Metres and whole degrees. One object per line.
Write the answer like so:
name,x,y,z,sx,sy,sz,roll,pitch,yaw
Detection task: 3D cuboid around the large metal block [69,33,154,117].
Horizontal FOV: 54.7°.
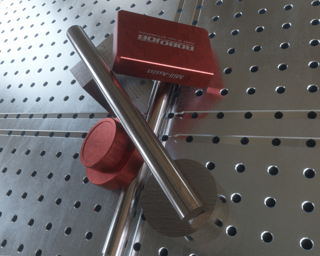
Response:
large metal block,-0.069,-0.075,0.454,0.080,0.080,0.050,-41,51,0

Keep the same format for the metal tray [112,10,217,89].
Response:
metal tray,0.005,-0.105,0.415,0.131,0.030,0.090,7,55,-16

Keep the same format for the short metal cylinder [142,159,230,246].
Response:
short metal cylinder,0.028,0.079,0.329,0.080,0.050,0.080,-13,56,20

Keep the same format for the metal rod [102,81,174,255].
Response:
metal rod,-0.014,0.012,0.407,0.025,0.025,0.300,3,63,29

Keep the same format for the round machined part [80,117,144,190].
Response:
round machined part,-0.063,0.026,0.393,0.098,0.042,0.098,-27,45,31

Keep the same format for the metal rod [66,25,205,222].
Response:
metal rod,-0.044,-0.027,0.356,0.025,0.025,0.300,-37,59,3
